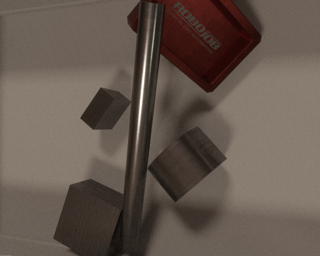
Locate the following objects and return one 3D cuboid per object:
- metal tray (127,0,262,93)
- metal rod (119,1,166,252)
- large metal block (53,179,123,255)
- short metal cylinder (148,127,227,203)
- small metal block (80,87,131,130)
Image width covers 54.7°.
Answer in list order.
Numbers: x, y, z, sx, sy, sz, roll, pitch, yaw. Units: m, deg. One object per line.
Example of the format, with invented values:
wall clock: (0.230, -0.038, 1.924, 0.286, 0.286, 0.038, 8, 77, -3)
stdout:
metal tray: (0.041, -0.110, 0.347, 0.090, 0.130, 0.030, -47, 33, 14)
metal rod: (-0.024, 0.018, 0.351, 0.025, 0.025, 0.298, 15, 114, 19)
large metal block: (-0.088, 0.126, 0.427, 0.080, 0.050, 0.080, 21, 97, 18)
short metal cylinder: (0.032, 0.043, 0.369, 0.080, 0.080, 0.050, -44, 77, 14)
small metal block: (-0.073, -0.025, 0.422, 0.025, 0.050, 0.050, 40, 102, 15)
